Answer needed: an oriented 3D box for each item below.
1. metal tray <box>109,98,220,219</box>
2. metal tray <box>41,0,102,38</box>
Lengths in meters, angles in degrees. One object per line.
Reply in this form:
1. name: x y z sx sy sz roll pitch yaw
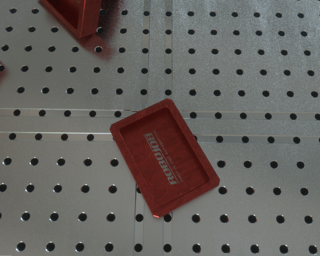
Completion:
1. metal tray: 0.004 0.037 0.395 0.091 0.030 0.130 -26 72 -10
2. metal tray: -0.139 -0.206 0.448 0.130 0.089 0.030 45 53 14
